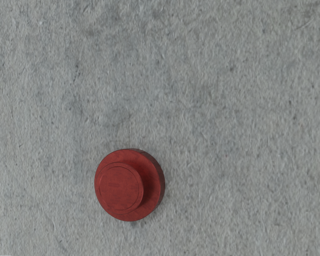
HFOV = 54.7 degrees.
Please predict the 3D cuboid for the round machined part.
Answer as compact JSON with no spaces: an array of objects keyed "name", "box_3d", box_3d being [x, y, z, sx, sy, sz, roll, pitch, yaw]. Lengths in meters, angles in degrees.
[{"name":"round machined part","box_3d":[-0.046,0.077,0.415,0.098,0.042,0.097,0,90,19]}]
